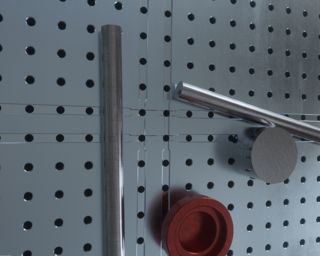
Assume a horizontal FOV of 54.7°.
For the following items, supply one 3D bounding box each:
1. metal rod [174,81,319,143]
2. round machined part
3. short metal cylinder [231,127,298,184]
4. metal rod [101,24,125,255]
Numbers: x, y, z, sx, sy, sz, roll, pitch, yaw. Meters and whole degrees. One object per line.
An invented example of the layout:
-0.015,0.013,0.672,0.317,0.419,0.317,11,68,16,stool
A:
0.163,-0.015,0.474,0.302,0.025,0.025,15,85,-20,metal rod
0.047,0.139,0.423,0.099,0.042,0.097,0,90,-21,round machined part
0.153,0.038,0.458,0.081,0.050,0.079,0,90,-21,short metal cylinder
-0.059,0.022,0.391,0.025,0.025,0.298,-1,91,-20,metal rod
